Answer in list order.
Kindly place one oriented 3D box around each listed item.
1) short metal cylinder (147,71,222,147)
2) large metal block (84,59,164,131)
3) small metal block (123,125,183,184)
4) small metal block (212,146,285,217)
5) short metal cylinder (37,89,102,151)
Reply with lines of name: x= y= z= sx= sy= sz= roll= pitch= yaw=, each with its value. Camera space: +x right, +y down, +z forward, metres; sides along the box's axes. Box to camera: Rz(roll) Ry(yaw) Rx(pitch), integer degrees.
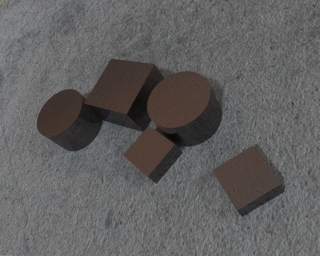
short metal cylinder: x=0.031 y=-0.023 z=0.386 sx=0.080 sy=0.050 sz=0.080 roll=-13 pitch=56 yaw=21
large metal block: x=-0.046 y=-0.048 z=0.442 sx=0.080 sy=0.050 sz=0.080 roll=15 pitch=69 yaw=34
small metal block: x=-0.009 y=0.033 z=0.389 sx=0.050 sy=0.025 sz=0.050 roll=-49 pitch=52 yaw=-7
small metal block: x=0.091 y=0.055 z=0.322 sx=0.050 sy=0.025 sz=0.050 roll=-33 pitch=51 yaw=6
short metal cylinder: x=-0.135 y=-0.012 z=0.466 sx=0.080 sy=0.050 sz=0.080 roll=-13 pitch=56 yaw=21
